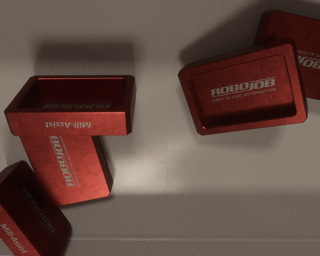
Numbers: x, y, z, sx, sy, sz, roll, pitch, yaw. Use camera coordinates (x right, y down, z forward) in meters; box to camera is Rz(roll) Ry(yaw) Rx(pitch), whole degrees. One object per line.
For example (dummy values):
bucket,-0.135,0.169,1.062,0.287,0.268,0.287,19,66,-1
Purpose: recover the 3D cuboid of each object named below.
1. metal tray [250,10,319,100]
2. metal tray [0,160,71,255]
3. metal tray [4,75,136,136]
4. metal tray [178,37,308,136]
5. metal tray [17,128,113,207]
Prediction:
metal tray,0.180,-0.085,0.380,0.131,0.030,0.089,10,110,-5
metal tray,-0.177,0.119,0.417,0.030,0.090,0.129,-25,109,8
metal tray,-0.096,-0.029,0.362,0.131,0.090,0.030,0,125,-1
metal tray,0.096,-0.044,0.365,0.130,0.030,0.090,-9,113,30
metal tray,-0.125,0.039,0.421,0.090,0.030,0.129,-12,110,4
